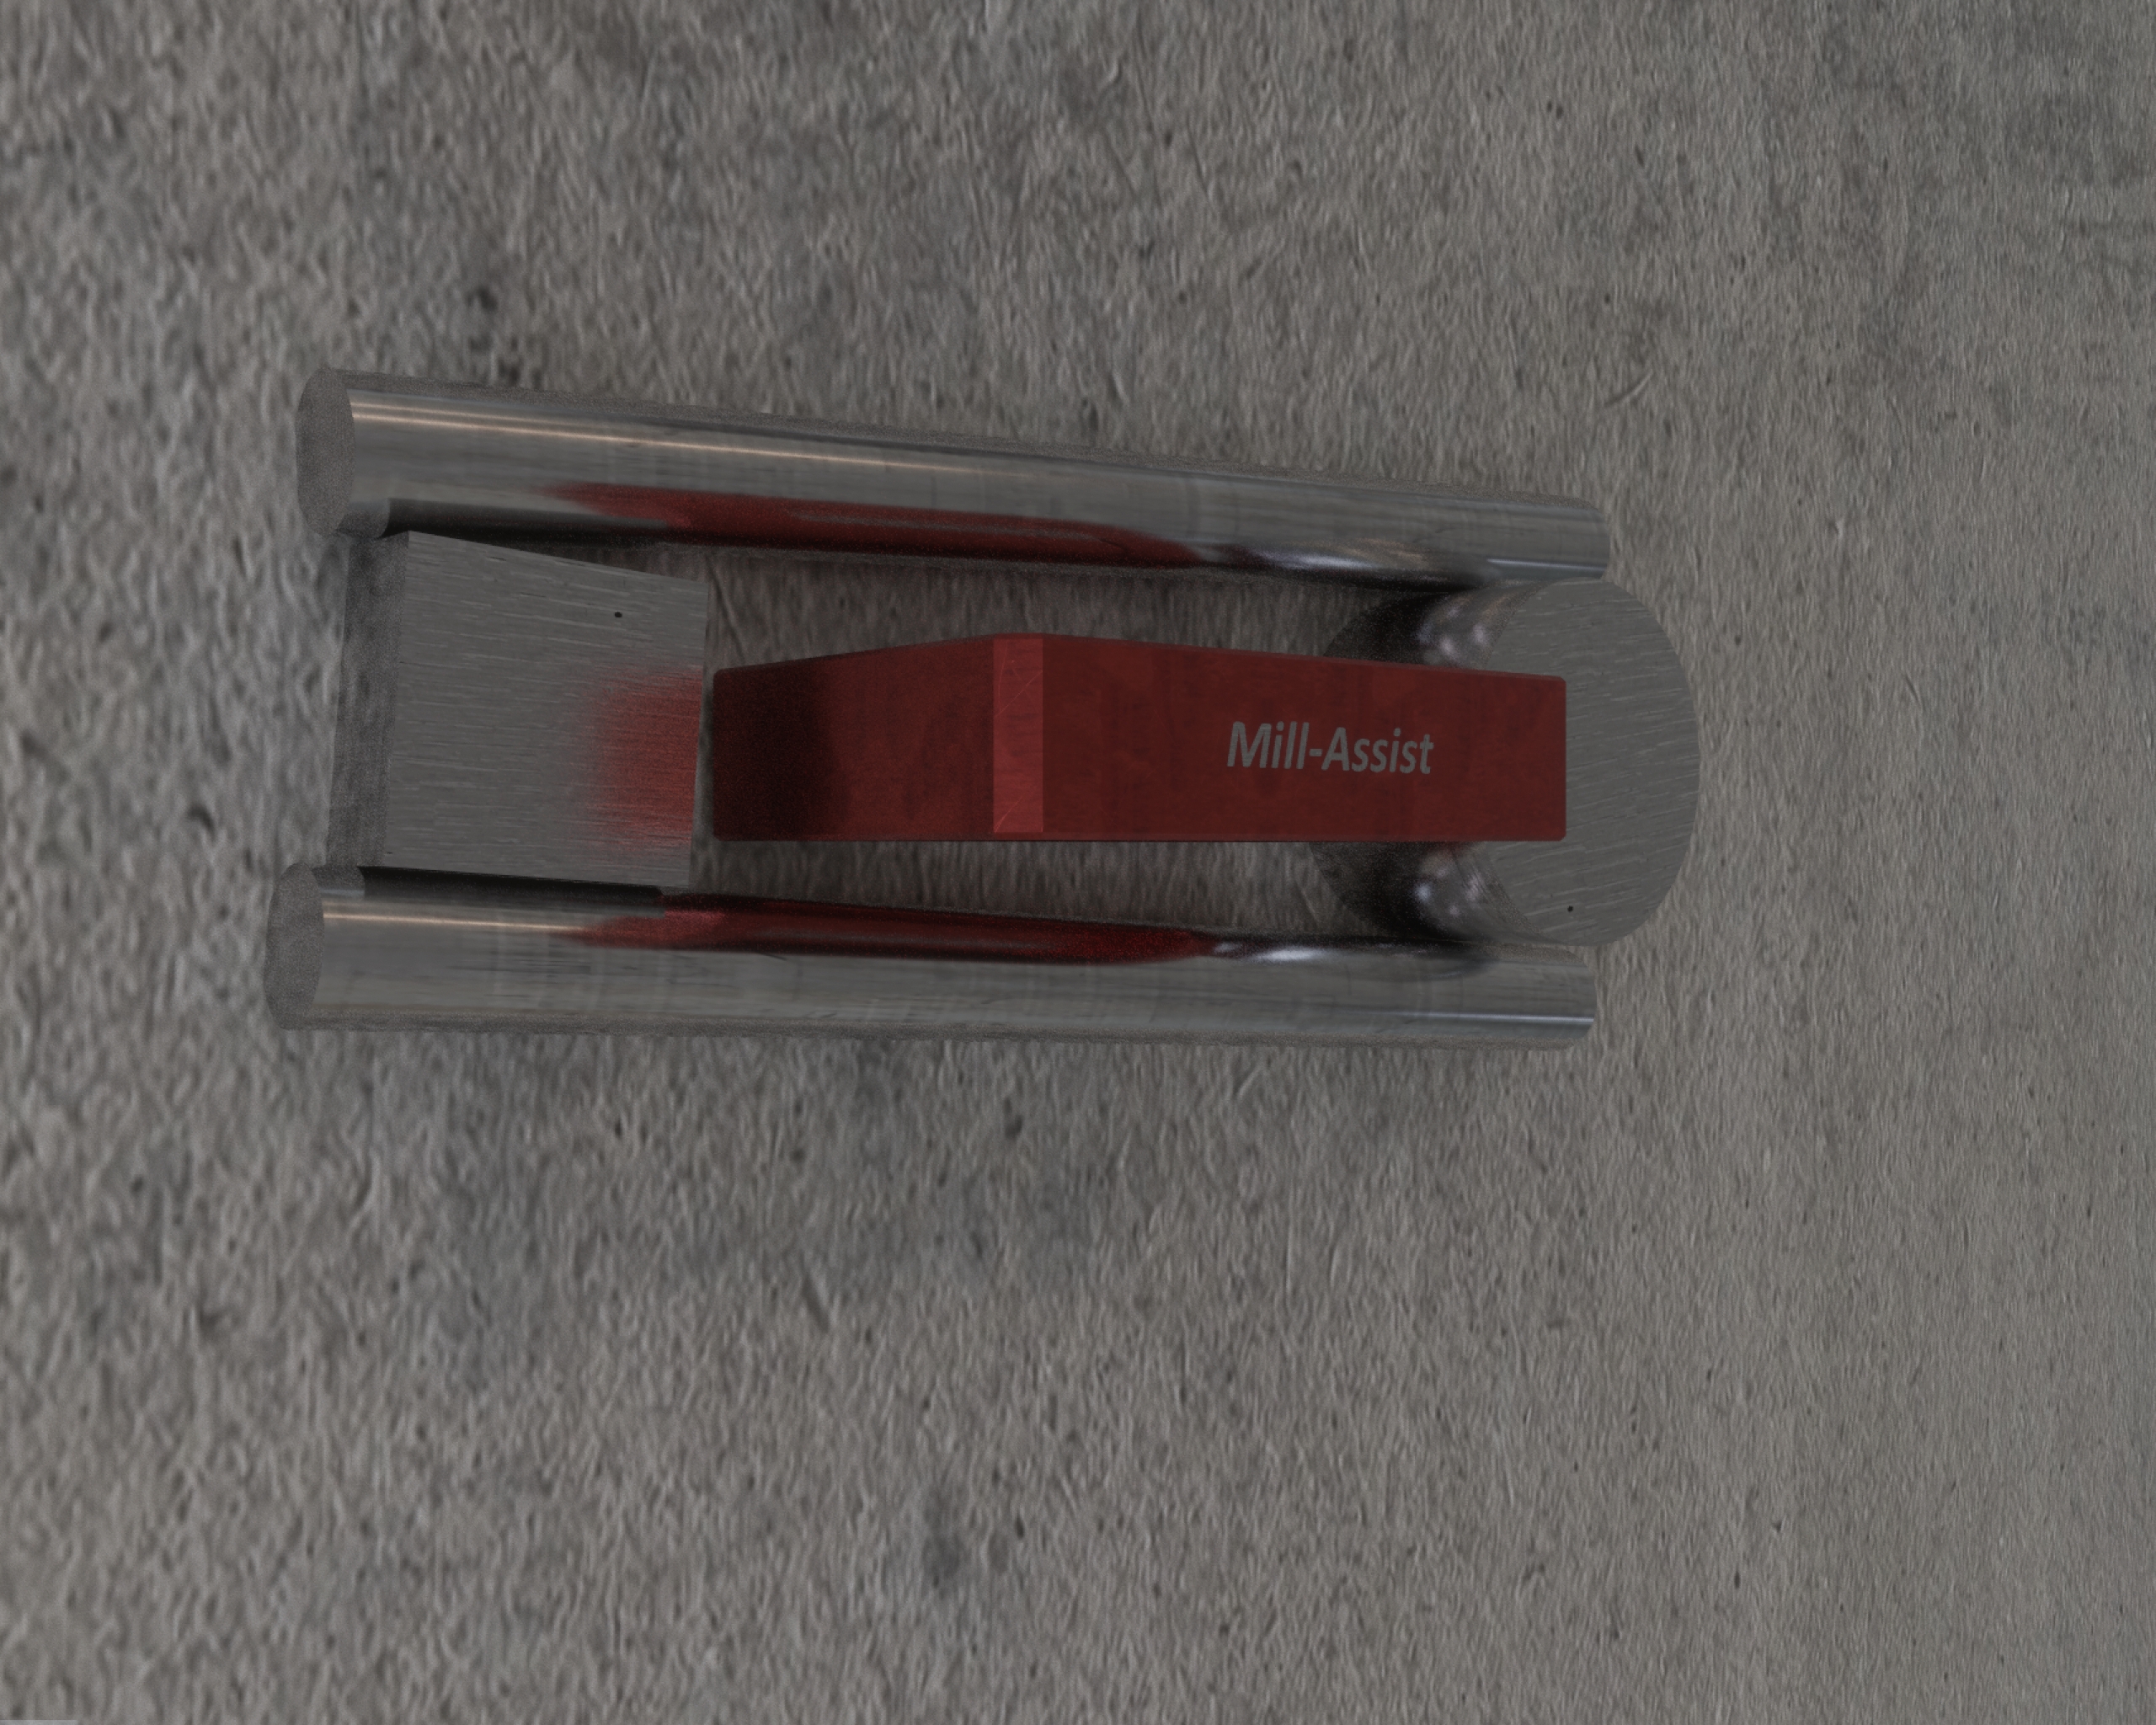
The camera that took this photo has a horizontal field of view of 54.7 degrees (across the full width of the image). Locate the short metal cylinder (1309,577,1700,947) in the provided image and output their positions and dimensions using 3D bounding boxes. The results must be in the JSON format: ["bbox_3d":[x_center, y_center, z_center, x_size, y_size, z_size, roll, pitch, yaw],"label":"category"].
[{"bbox_3d":[0.095,-0.022,0.469,0.081,0.050,0.079,0,90,-40],"label":"short metal cylinder"}]

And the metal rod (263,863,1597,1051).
[{"bbox_3d":[-0.001,0.023,0.406,0.302,0.025,0.025,5,87,-40],"label":"metal rod"}]

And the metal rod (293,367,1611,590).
[{"bbox_3d":[0.003,-0.069,0.409,0.302,0.025,0.025,-4,93,-40],"label":"metal rod"}]

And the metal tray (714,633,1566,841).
[{"bbox_3d":[0.013,-0.019,0.373,0.131,0.090,0.030,0,90,-40],"label":"metal tray"}]

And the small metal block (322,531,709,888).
[{"bbox_3d":[-0.089,-0.023,0.332,0.050,0.025,0.050,5,87,-40],"label":"small metal block"}]
